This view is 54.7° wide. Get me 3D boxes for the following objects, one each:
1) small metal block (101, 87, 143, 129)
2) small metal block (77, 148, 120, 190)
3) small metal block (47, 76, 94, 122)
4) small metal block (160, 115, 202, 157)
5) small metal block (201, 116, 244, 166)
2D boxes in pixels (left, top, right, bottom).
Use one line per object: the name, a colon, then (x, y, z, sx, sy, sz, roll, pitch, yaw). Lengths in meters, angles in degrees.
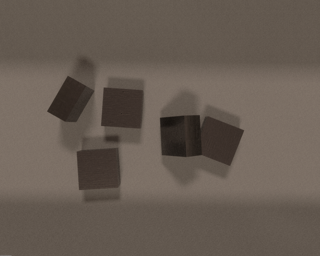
small metal block: (-0.049, -0.026, 0.411, 0.050, 0.025, 0.050, 4, 90, -1)
small metal block: (-0.081, 0.054, 0.410, 0.050, 0.025, 0.050, -4, 90, -1)
small metal block: (-0.113, -0.035, 0.397, 0.025, 0.050, 0.050, 30, 90, 0)
small metal block: (0.026, 0.010, 0.397, 0.025, 0.050, 0.050, -3, 90, -36)
small metal block: (0.076, 0.017, 0.412, 0.050, 0.025, 0.050, 21, 90, -1)
